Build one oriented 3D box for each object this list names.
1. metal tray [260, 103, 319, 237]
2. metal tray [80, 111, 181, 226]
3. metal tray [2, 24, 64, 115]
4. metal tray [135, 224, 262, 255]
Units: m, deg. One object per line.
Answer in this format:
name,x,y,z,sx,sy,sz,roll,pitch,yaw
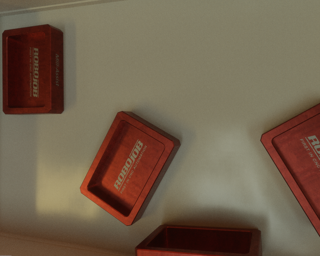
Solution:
metal tray,0.184,0.043,0.342,0.090,0.030,0.130,-32,80,16
metal tray,-0.042,0.053,0.421,0.090,0.030,0.129,31,100,17
metal tray,-0.195,-0.086,0.474,0.090,0.030,0.129,-1,90,19
metal tray,0.048,0.143,0.358,0.130,0.090,0.030,-3,89,19
